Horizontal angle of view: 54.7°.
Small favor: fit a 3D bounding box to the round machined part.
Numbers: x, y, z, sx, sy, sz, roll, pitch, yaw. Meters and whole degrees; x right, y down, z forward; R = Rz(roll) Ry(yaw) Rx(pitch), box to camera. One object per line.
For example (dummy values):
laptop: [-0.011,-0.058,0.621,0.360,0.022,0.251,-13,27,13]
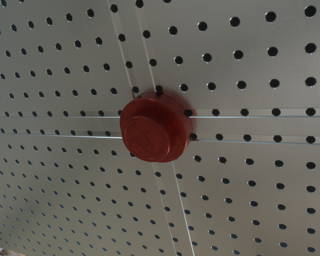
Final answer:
round machined part: [-0.011,0.006,0.408,0.098,0.042,0.097,13,124,20]
